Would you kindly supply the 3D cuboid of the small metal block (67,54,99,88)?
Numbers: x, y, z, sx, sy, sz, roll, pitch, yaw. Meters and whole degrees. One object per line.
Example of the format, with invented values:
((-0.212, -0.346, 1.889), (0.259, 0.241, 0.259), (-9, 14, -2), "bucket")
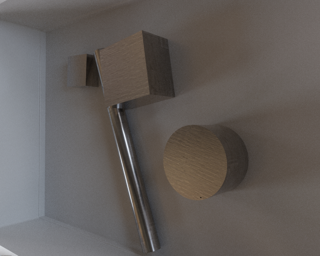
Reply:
((-0.126, -0.092, 0.508), (0.050, 0.025, 0.050), (4, 93, 39), "small metal block")

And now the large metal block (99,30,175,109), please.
((-0.032, -0.073, 0.414), (0.080, 0.050, 0.080), (-12, 83, 39), "large metal block")

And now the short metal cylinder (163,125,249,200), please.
((0.051, 0.036, 0.347), (0.080, 0.050, 0.079), (0, 90, 39), "short metal cylinder")

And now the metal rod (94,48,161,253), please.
((-0.051, 0.023, 0.446), (0.025, 0.025, 0.299), (-25, 74, 37), "metal rod")
